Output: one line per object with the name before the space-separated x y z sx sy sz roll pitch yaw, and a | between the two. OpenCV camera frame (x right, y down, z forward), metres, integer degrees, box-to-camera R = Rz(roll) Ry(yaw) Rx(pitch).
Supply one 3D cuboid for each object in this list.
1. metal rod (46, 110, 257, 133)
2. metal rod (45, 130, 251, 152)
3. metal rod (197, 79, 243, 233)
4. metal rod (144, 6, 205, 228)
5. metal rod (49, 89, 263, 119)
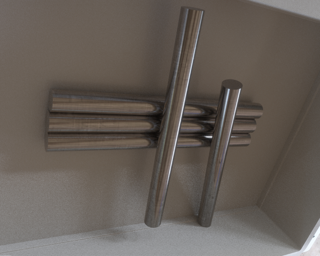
metal rod | 0.010 -0.006 0.410 0.303 0.025 0.025 1 118 -29
metal rod | 0.004 0.016 0.421 0.303 0.025 0.025 1 118 -29
metal rod | 0.083 0.063 0.468 0.025 0.025 0.298 -15 132 -20
metal rod | 0.012 0.007 0.387 0.025 0.025 0.298 -5 121 -26
metal rod | 0.017 -0.028 0.401 0.303 0.025 0.025 1 118 -29
